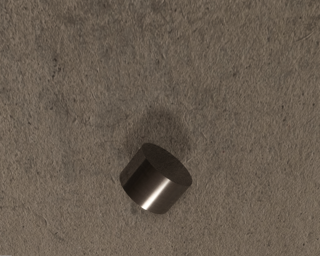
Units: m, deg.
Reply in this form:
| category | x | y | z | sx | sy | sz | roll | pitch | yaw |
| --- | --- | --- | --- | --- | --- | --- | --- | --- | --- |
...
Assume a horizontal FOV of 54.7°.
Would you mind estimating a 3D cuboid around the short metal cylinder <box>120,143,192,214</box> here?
| category | x | y | z | sx | sy | sz | roll | pitch | yaw |
| --- | --- | --- | --- | --- | --- | --- | --- | --- | --- |
| short metal cylinder | -0.005 | 0.065 | 0.404 | 0.080 | 0.080 | 0.050 | 34 | 106 | -12 |
